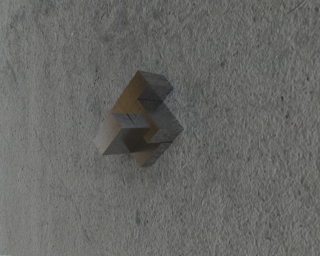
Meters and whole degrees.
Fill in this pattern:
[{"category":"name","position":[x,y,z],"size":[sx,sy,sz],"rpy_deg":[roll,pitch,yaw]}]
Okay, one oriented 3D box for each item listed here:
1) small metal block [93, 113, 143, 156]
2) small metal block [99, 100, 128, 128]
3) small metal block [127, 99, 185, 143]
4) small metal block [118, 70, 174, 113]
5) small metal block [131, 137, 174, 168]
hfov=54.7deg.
[{"category":"small metal block","position":[-0.049,0.008,0.396],"size":[0.050,0.050,0.025],"rpy_deg":[-51,60,28]},{"category":"small metal block","position":[-0.046,-0.010,0.425],"size":[0.050,0.050,0.025],"rpy_deg":[-51,60,28]},{"category":"small metal block","position":[-0.005,-0.009,0.392],"size":[0.025,0.050,0.050],"rpy_deg":[-50,61,28]},{"category":"small metal block","position":[-0.018,-0.045,0.403],"size":[0.050,0.050,0.025],"rpy_deg":[-51,60,28]},{"category":"small metal block","position":[-0.017,0.017,0.419],"size":[0.050,0.025,0.050],"rpy_deg":[-50,61,28]}]
